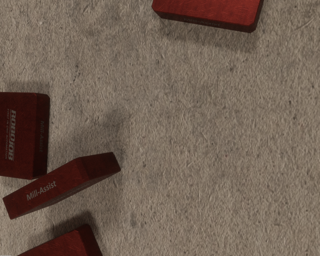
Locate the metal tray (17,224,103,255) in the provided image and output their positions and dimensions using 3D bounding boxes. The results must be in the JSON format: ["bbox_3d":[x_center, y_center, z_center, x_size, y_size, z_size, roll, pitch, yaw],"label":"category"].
[{"bbox_3d":[-0.146,0.208,0.456,0.130,0.030,0.090,-28,81,17],"label":"metal tray"}]

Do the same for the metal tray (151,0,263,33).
[{"bbox_3d":[0.063,-0.176,0.384,0.130,0.030,0.089,16,95,18],"label":"metal tray"}]

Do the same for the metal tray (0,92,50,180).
[{"bbox_3d":[-0.221,0.010,0.482,0.090,0.030,0.129,3,91,19],"label":"metal tray"}]

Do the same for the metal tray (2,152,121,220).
[{"bbox_3d":[-0.129,0.076,0.418,0.130,0.090,0.030,-28,81,17],"label":"metal tray"}]
